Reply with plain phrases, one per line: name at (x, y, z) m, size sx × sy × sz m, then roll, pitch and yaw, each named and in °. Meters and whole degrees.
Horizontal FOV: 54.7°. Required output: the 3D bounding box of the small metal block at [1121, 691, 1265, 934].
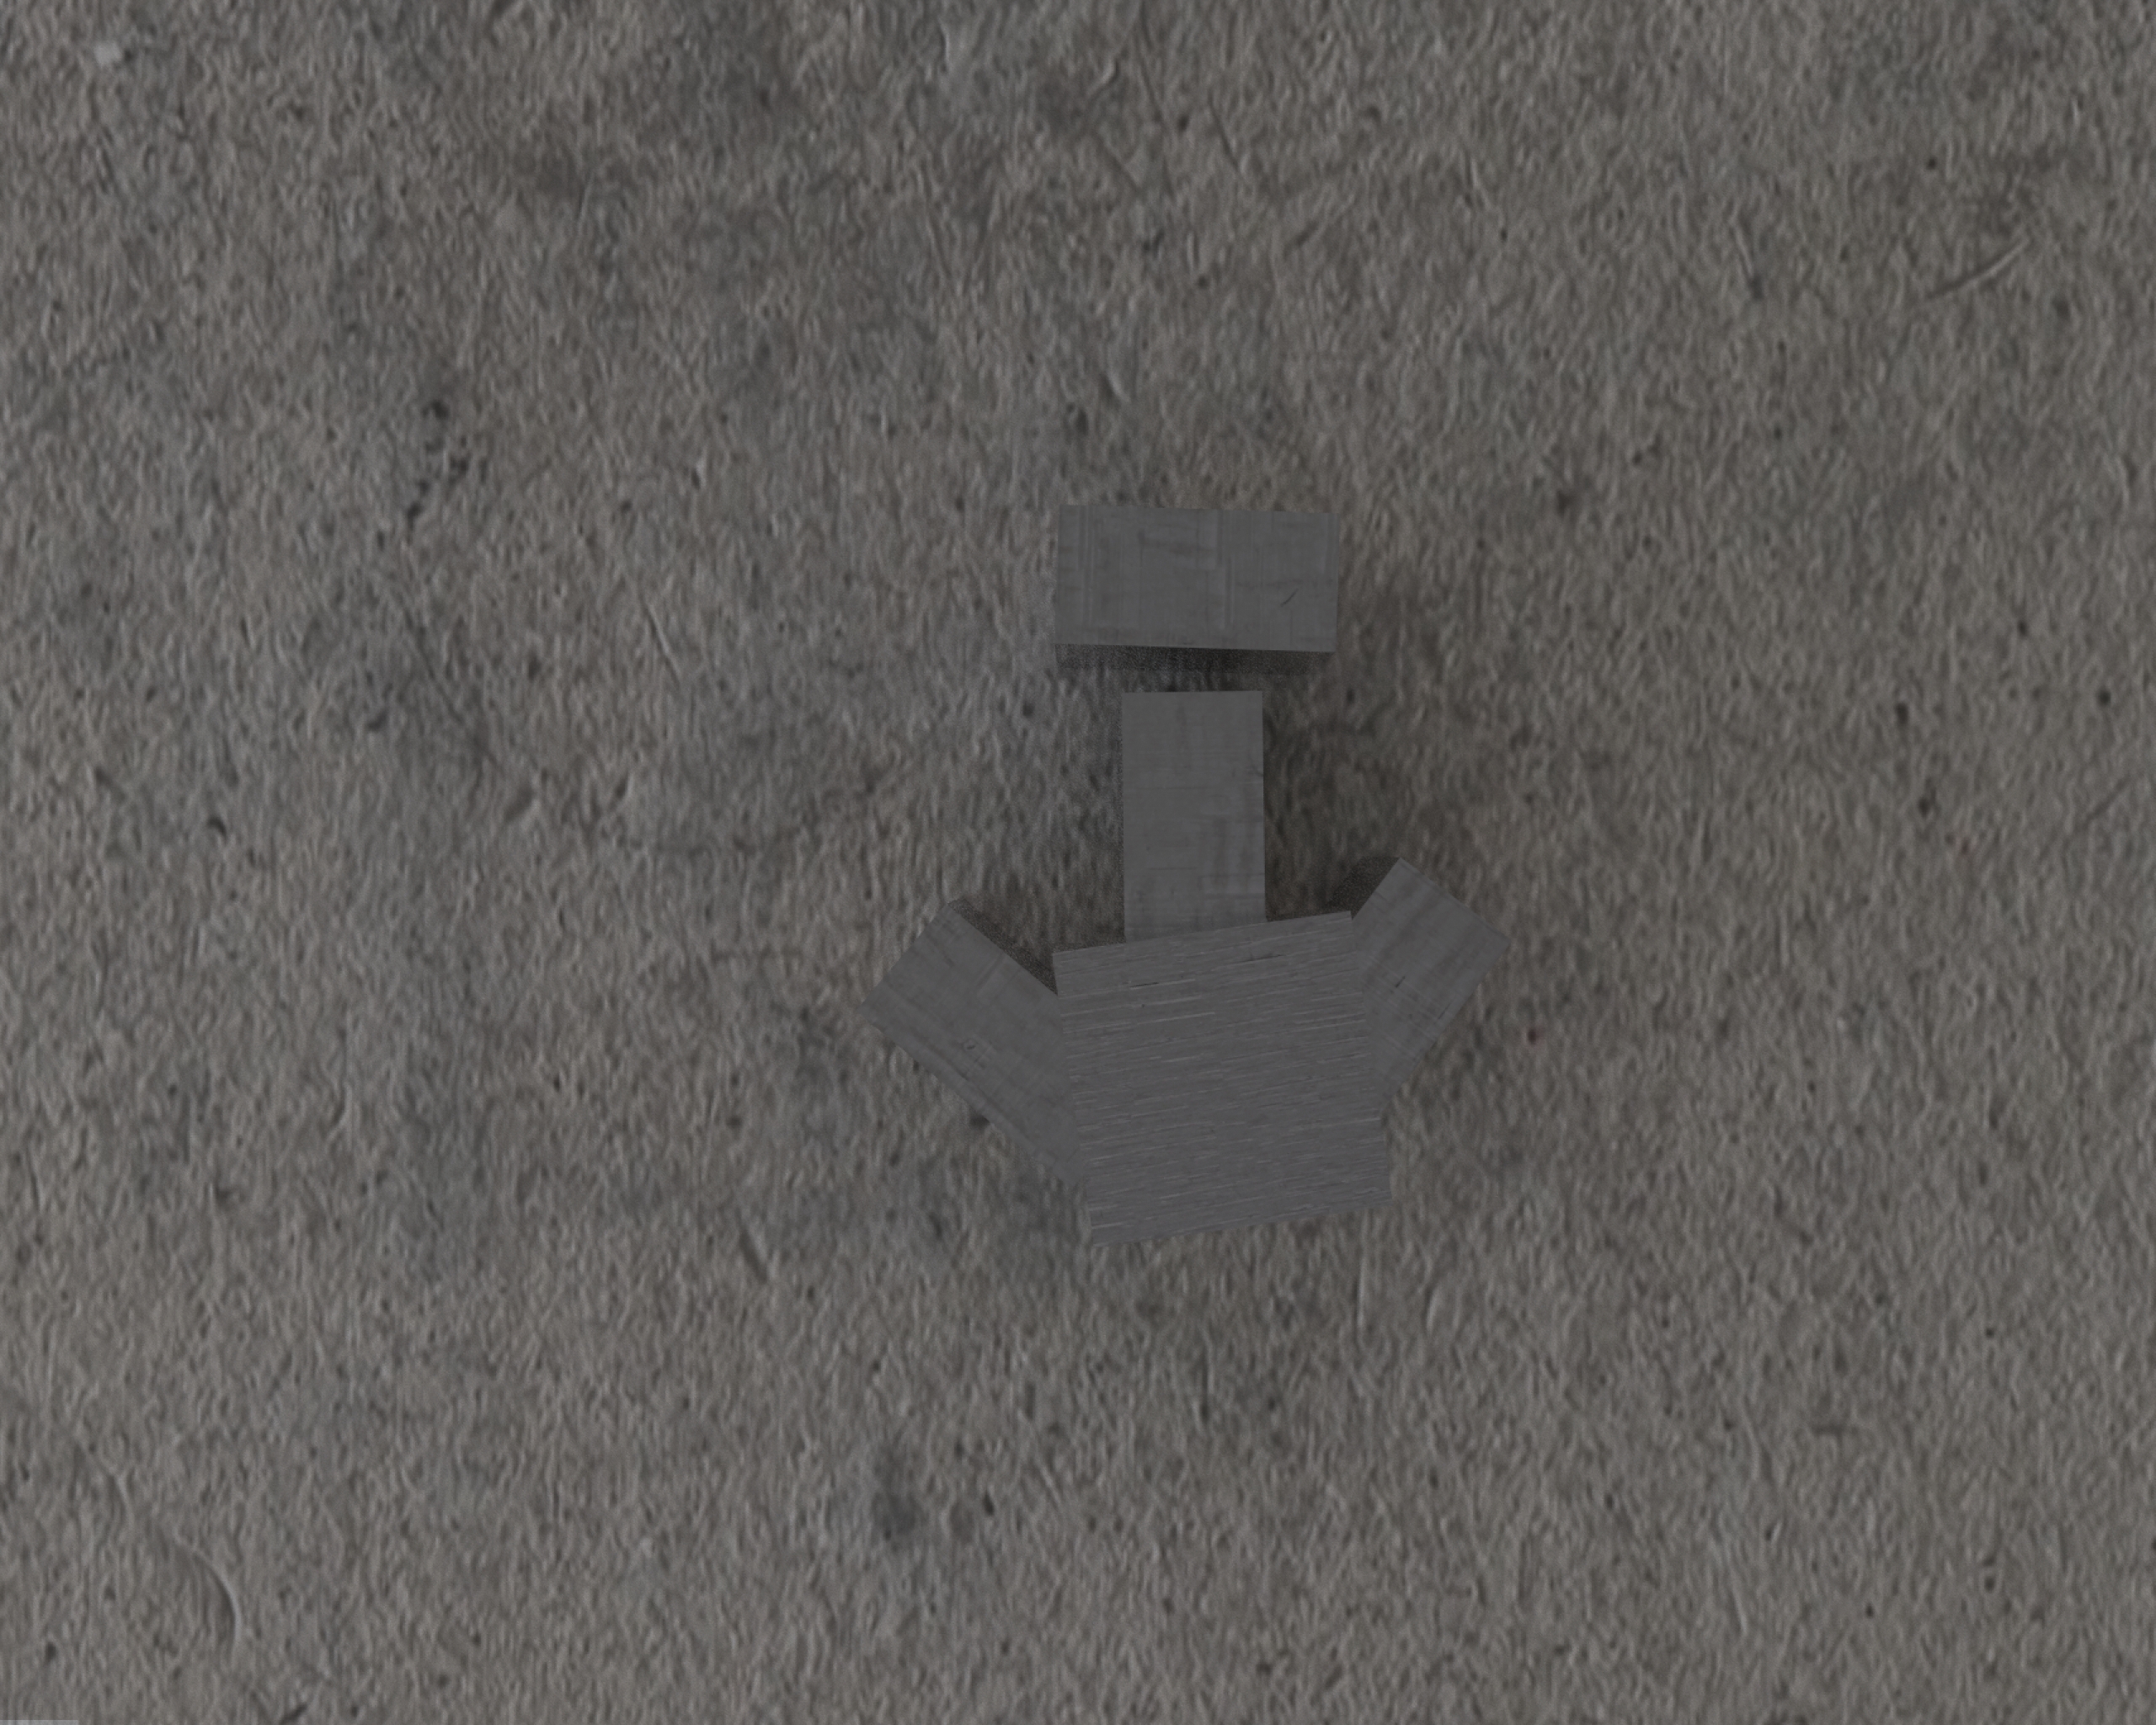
small metal block at (0.021, -0.006, 0.397) m, size 0.025 × 0.050 × 0.050 m, roll -1°, pitch 90°, yaw 0°

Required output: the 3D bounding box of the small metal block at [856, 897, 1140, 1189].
small metal block at (-0.012, 0.033, 0.397) m, size 0.050 × 0.050 × 0.025 m, roll 40°, pitch 90°, yaw 0°

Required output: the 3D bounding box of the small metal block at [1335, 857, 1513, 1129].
small metal block at (0.053, 0.026, 0.398) m, size 0.025 × 0.050 × 0.050 m, roll 37°, pitch 90°, yaw 0°

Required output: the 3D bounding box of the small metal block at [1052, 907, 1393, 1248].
small metal block at (0.024, 0.036, 0.360) m, size 0.050 × 0.025 × 0.050 m, roll -8°, pitch 90°, yaw 0°

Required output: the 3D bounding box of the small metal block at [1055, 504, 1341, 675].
small metal block at (0.021, -0.051, 0.397) m, size 0.050 × 0.050 × 0.025 m, roll 2°, pitch 90°, yaw 0°
